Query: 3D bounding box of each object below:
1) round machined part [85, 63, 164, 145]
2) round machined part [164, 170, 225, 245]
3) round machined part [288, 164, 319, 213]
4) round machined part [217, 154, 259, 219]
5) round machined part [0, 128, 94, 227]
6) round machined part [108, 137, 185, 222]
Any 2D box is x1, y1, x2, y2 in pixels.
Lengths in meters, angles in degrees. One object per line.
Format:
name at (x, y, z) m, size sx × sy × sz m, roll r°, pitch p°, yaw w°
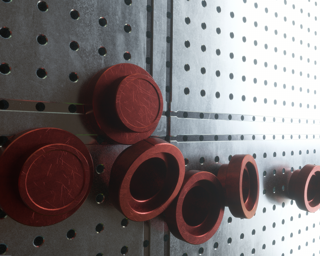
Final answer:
round machined part at (-0.035, -0.028, 0.368) m, size 0.099 × 0.042 × 0.097 m, roll 0°, pitch 90°, yaw -40°
round machined part at (0.044, 0.107, 0.434) m, size 0.099 × 0.042 × 0.097 m, roll 0°, pitch 90°, yaw -40°
round machined part at (0.306, 0.124, 0.650) m, size 0.099 × 0.042 × 0.097 m, roll -4°, pitch 97°, yaw -38°
round machined part at (0.121, 0.090, 0.487) m, size 0.099 × 0.042 × 0.098 m, roll 9°, pitch 79°, yaw -56°
round machined part at (-0.109, 0.048, 0.306) m, size 0.099 × 0.042 × 0.097 m, roll 0°, pitch 90°, yaw -40°
round machined part at (-0.020, 0.057, 0.369) m, size 0.099 × 0.042 × 0.097 m, roll -19°, pitch 120°, yaw -36°
